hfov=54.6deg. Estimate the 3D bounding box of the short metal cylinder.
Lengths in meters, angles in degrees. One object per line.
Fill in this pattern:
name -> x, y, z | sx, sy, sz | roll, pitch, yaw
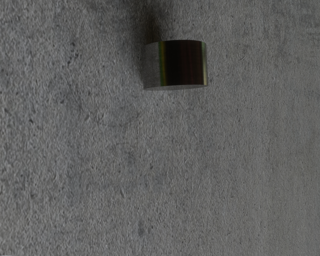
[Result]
short metal cylinder -> 0.018, -0.074, 0.383 | 0.081, 0.080, 0.050 | -6, 94, -40
